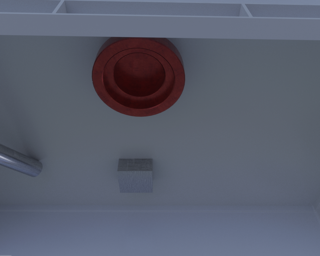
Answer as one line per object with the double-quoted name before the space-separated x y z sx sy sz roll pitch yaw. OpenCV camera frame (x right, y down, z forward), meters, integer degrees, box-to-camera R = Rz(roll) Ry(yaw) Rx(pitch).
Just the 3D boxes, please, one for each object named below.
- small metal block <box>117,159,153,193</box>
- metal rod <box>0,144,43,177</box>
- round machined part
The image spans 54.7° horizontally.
"small metal block" -0.036 0.073 0.471 0.050 0.025 0.050 0 130 -1
"metal rod" -0.234 0.003 0.331 0.025 0.025 0.300 -16 152 13
"round machined part" -0.023 -0.063 0.344 0.099 0.042 0.097 -1 130 0
